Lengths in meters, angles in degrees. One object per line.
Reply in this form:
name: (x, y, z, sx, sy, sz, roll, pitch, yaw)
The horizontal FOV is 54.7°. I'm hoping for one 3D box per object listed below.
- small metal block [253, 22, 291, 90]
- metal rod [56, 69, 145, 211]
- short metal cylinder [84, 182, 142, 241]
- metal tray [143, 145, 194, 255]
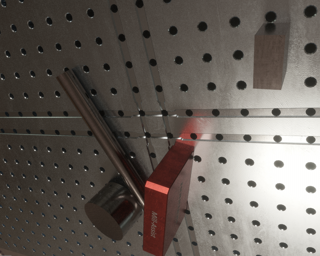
small metal block: (0.107, -0.070, 0.295, 0.025, 0.050, 0.050, 7, 122, 24)
metal rod: (-0.061, 0.048, 0.471, 0.025, 0.025, 0.299, -20, 108, 35)
short metal cylinder: (-0.076, 0.136, 0.507, 0.080, 0.050, 0.079, 23, 135, 26)
metal tray: (0.011, 0.100, 0.423, 0.030, 0.090, 0.129, 16, 125, 19)
